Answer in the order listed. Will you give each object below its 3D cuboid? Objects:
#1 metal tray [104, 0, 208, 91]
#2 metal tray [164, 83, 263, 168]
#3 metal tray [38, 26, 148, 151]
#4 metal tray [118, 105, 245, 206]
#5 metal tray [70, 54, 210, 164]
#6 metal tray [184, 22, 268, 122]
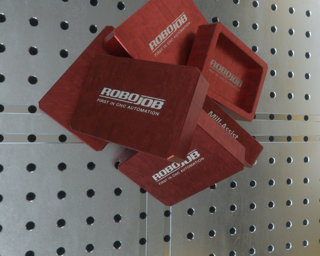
[{"bbox_3d":[0.005,-0.114,0.391,0.090,0.030,0.130,49,61,-17],"label":"metal tray"},{"bbox_3d":[0.057,-0.003,0.398,0.130,0.090,0.030,40,77,-16],"label":"metal tray"},{"bbox_3d":[-0.072,-0.048,0.383,0.090,0.030,0.130,41,77,-17],"label":"metal tray"},{"bbox_3d":[0.023,0.038,0.370,0.090,0.129,0.030,40,39,-16],"label":"metal tray"},{"bbox_3d":[-0.024,-0.024,0.323,0.030,0.130,0.090,30,76,-61],"label":"metal tray"},{"bbox_3d":[0.091,-0.070,0.417,0.131,0.030,0.090,22,82,-41],"label":"metal tray"}]
